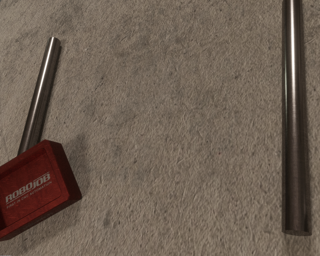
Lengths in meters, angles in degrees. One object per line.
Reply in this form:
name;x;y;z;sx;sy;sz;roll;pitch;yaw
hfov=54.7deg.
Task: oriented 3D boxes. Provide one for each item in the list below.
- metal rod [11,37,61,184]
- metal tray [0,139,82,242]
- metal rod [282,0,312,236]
metal rod;-0.210;-0.044;0.538;0.025;0.025;0.299;-13;56;20
metal tray;-0.182;0.085;0.423;0.130;0.030;0.090;-30;72;8
metal rod;0.150;-0.036;0.347;0.025;0.025;0.299;-3;60;26
